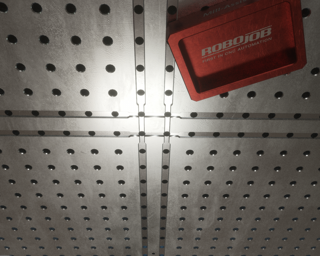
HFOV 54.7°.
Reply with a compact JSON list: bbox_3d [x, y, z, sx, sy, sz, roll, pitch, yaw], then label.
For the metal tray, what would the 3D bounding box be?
[{"bbox_3d":[0.082,-0.088,0.334,0.130,0.030,0.090,-17,129,13],"label":"metal tray"}]
